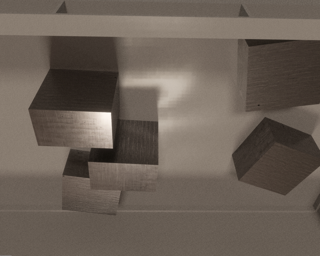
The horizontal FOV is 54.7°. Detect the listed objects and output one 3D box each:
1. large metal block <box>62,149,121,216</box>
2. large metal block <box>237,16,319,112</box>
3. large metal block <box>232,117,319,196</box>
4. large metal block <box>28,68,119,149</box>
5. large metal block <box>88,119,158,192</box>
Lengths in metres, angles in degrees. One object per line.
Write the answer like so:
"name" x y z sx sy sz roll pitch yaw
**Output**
"large metal block" -0.099 0.082 0.461 0.081 0.050 0.079 9 130 -8
"large metal block" 0.130 -0.068 0.337 0.080 0.050 0.080 -6 130 5
"large metal block" 0.161 0.041 0.430 0.081 0.050 0.079 19 127 -16
"large metal block" -0.090 -0.024 0.351 0.081 0.080 0.050 2 130 -3
"large metal block" -0.044 0.034 0.401 0.081 0.080 0.050 3 130 -3
